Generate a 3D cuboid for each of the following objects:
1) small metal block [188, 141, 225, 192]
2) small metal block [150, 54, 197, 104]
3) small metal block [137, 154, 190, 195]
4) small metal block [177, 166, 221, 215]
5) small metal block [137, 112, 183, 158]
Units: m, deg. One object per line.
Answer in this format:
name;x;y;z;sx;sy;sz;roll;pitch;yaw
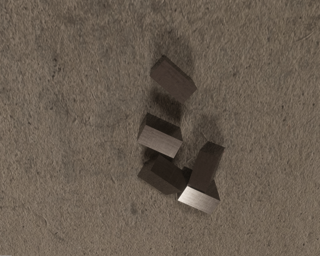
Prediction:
small metal block;0.063;0.050;0.412;0.025;0.050;0.050;21;108;15
small metal block;0.015;-0.060;0.375;0.050;0.050;0.025;40;105;-14
small metal block;0.004;0.065;0.418;0.050;0.050;0.025;35;63;-10
small metal block;0.051;0.085;0.428;0.050;0.050;0.025;26;111;-11
small metal block;0.000;0.008;0.400;0.050;0.050;0.025;25;108;-9
